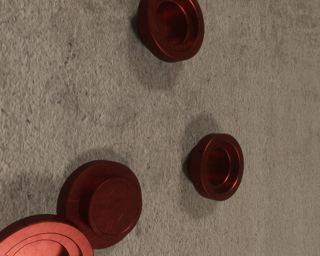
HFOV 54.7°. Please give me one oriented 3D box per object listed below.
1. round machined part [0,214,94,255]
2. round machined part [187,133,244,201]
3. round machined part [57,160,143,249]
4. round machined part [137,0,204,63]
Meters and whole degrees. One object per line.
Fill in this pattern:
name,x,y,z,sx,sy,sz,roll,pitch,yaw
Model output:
round machined part,-0.116,0.128,0.291,0.099,0.042,0.097,-3,96,-31
round machined part,0.079,0.056,0.463,0.099,0.042,0.097,0,90,-40
round machined part,-0.059,0.086,0.346,0.099,0.042,0.097,0,90,-40
round machined part,0.010,-0.134,0.403,0.099,0.042,0.097,0,90,-40
